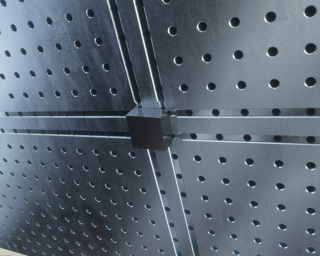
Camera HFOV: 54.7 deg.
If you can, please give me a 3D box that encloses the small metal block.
[{"bbox_3d":[-0.014,0.001,0.417,0.050,0.025,0.050,5,121,25],"label":"small metal block"}]
